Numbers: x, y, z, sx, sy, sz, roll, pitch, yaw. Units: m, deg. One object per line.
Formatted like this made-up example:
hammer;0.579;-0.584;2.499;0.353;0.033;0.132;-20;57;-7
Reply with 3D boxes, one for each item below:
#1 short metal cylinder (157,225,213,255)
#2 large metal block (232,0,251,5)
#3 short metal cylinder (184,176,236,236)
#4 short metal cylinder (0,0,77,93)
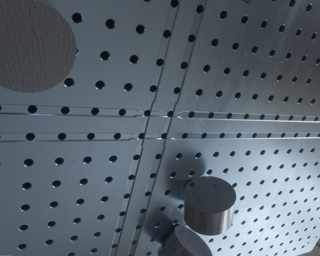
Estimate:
short metal cylinder;0.043;0.215;0.532;0.080;0.080;0.050;28;103;-38
large metal block;0.066;-0.184;0.317;0.081;0.050;0.079;9;114;-33
short metal cylinder;0.078;0.122;0.494;0.081;0.080;0.050;-15;125;-20
short metal cylinder;-0.122;-0.078;0.280;0.081;0.050;0.079;-14;124;-21
